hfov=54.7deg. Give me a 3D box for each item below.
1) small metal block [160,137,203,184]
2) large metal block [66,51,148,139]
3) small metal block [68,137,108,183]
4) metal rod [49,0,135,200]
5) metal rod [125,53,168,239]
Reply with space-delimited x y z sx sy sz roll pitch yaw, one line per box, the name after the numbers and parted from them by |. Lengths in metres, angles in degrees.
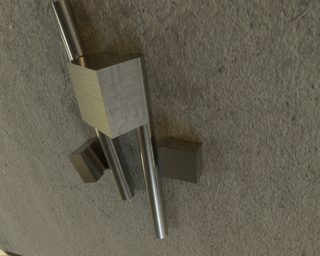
0.030 0.043 0.417 0.050 0.025 0.050 9 122 23 | small metal block
-0.064 -0.043 0.374 0.080 0.050 0.079 25 132 48 | large metal block
-0.103 0.048 0.473 0.025 0.050 0.050 -12 112 33 | small metal block
-0.087 -0.022 0.436 0.025 0.025 0.298 -1 118 28 | metal rod
-0.015 0.044 0.440 0.025 0.025 0.298 7 122 24 | metal rod
